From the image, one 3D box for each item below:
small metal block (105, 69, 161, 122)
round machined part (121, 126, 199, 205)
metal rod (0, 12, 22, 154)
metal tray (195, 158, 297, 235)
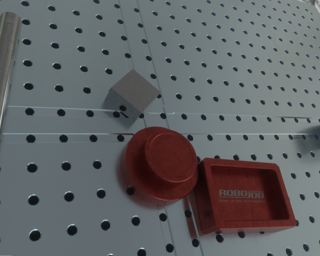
[{"bbox_3d":[-0.035,-0.044,0.417,0.050,0.025,0.050,40,51,-1],"label":"small metal block"},{"bbox_3d":[0.006,0.040,0.377,0.099,0.042,0.098,14,56,-21],"label":"round machined part"},{"bbox_3d":[-0.173,-0.006,0.318,0.025,0.025,0.299,8,58,-24],"label":"metal rod"},{"bbox_3d":[0.112,0.090,0.411,0.131,0.030,0.090,7,59,-25],"label":"metal tray"}]
